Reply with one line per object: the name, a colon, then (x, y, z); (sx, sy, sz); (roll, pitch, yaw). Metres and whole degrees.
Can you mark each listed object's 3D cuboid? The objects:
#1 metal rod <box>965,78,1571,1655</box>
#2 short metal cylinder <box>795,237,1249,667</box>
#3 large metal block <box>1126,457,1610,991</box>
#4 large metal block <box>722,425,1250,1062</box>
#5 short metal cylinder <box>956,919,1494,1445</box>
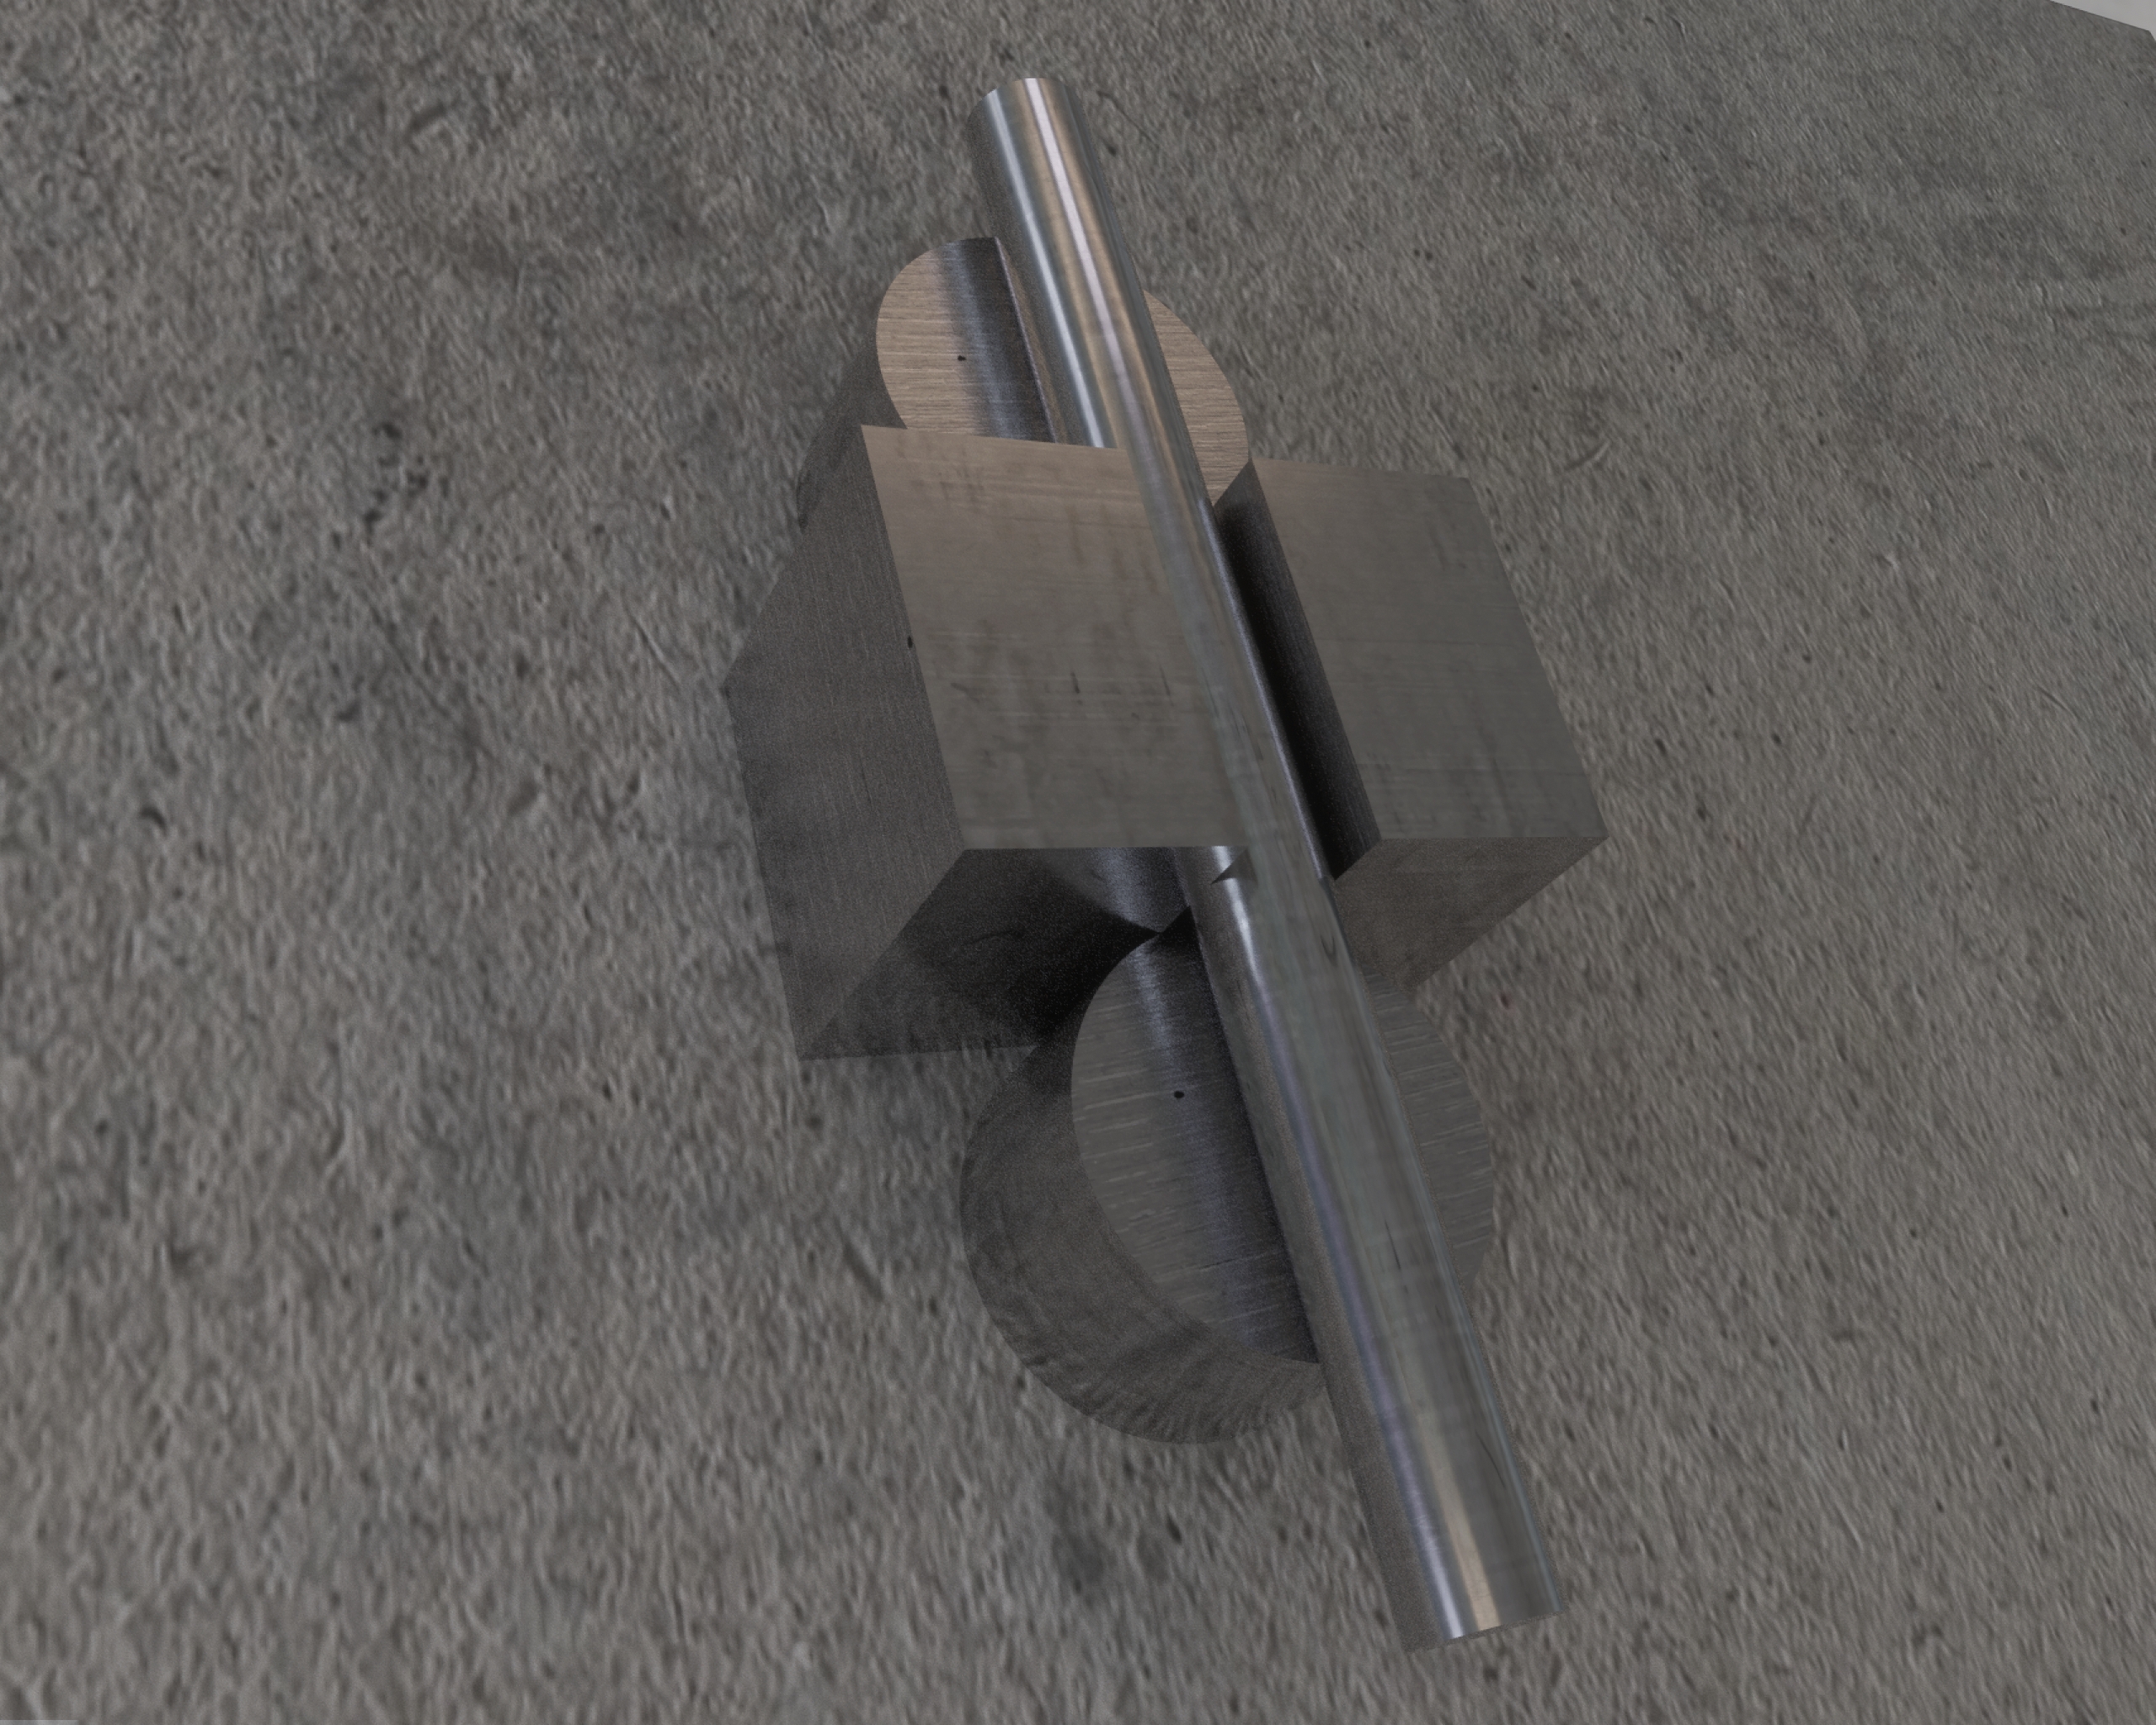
metal rod: (0.024, -0.019, 0.365); (0.025, 0.025, 0.299); (-1, 62, -29)
short metal cylinder: (-0.012, -0.082, 0.432); (0.081, 0.050, 0.080); (14, 56, -21)
large metal block: (0.047, -0.021, 0.407); (0.050, 0.080, 0.080); (-1, 62, -29)
large metal block: (-0.021, -0.019, 0.370); (0.050, 0.080, 0.080); (-1, 62, -29)
short metal cylinder: (0.025, 0.057, 0.369); (0.081, 0.050, 0.080); (14, 56, -21)
